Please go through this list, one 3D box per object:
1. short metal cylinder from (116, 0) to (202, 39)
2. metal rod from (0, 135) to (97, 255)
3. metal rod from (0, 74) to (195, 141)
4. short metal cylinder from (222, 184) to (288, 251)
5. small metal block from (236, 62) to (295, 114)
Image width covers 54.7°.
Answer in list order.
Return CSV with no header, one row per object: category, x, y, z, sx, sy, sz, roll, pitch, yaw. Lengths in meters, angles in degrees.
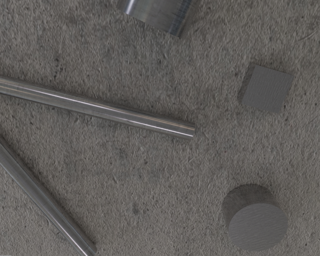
short metal cylinder,0.000,-0.136,0.330,0.080,0.080,0.050,23,109,-8
metal rod,-0.186,0.075,0.435,0.025,0.025,0.299,-30,108,10
metal rod,-0.103,-0.031,0.397,0.302,0.025,0.025,14,110,-6
short metal cylinder,0.134,0.128,0.445,0.081,0.050,0.079,0,110,0
small metal block,0.132,-0.051,0.392,0.050,0.025,0.050,15,109,-6
